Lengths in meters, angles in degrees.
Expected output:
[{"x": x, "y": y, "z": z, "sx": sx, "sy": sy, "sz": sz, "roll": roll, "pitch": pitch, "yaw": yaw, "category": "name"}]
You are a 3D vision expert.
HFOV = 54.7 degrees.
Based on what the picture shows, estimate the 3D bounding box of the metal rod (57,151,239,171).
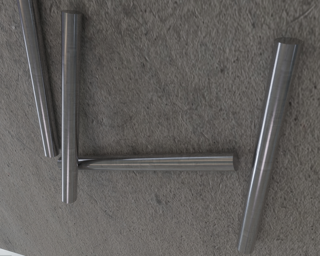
[{"x": -0.036, "y": 0.051, "z": 0.457, "sx": 0.300, "sy": 0.025, "sz": 0.025, "roll": -4, "pitch": 116, "yaw": 30, "category": "metal rod"}]

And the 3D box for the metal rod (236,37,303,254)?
[{"x": 0.122, "y": 0.045, "z": 0.369, "sx": 0.025, "sy": 0.025, "sz": 0.298, "roll": 13, "pitch": 124, "yaw": 21, "category": "metal rod"}]

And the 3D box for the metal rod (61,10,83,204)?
[{"x": -0.129, "y": -0.012, "z": 0.447, "sx": 0.025, "sy": 0.025, "sz": 0.298, "roll": 19, "pitch": 120, "yaw": 17, "category": "metal rod"}]

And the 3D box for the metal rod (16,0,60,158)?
[{"x": -0.175, "y": -0.082, "z": 0.448, "sx": 0.025, "sy": 0.025, "sz": 0.298, "roll": 17, "pitch": 125, "yaw": 18, "category": "metal rod"}]
